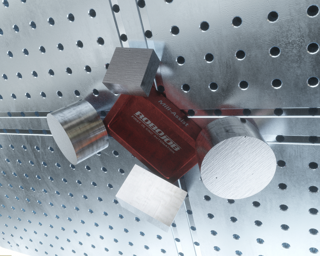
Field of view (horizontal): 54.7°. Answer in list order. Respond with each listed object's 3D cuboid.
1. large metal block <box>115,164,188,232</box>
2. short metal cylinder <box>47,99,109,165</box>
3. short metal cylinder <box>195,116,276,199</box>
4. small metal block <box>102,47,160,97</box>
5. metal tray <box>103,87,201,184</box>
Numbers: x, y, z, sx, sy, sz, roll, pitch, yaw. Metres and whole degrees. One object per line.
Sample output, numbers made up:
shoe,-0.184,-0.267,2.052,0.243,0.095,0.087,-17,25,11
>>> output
large metal block,-0.011,0.103,0.442,0.080,0.050,0.080,27,158,10
short metal cylinder,-0.117,0.005,0.441,0.080,0.050,0.079,37,143,35
short metal cylinder,0.083,0.033,0.352,0.081,0.050,0.079,-1,116,-1
small metal block,-0.033,-0.067,0.368,0.050,0.050,0.025,9,160,23
metal tray,-0.006,0.007,0.415,0.130,0.030,0.090,41,129,-1
